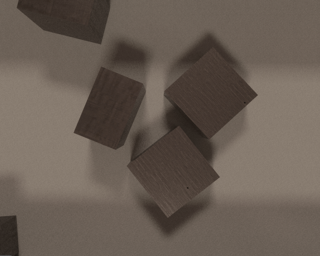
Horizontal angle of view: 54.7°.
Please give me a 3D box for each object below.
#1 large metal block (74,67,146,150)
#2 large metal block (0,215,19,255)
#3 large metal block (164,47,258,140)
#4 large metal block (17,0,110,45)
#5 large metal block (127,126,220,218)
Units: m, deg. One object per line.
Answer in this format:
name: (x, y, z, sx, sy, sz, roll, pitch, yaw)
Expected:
large metal block: (-0.057, -0.022, 0.383, 0.050, 0.080, 0.080, 22, 90, -1)
large metal block: (-0.234, 0.147, 0.381, 0.081, 0.080, 0.050, -4, 90, -1)
large metal block: (0.062, -0.042, 0.400, 0.080, 0.050, 0.080, -43, 91, 0)
large metal block: (-0.113, -0.147, 0.382, 0.080, 0.080, 0.050, 14, 90, -1)
large metal block: (0.016, 0.053, 0.399, 0.080, 0.050, 0.080, -38, 91, 0)
